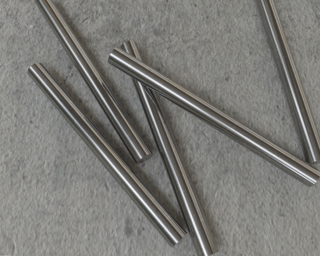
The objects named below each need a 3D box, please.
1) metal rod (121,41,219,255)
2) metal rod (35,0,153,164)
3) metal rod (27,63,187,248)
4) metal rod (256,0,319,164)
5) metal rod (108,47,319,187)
[{"bbox_3d":[0.005,0.013,0.403,0.025,0.025,0.299,-19,71,-7],"label":"metal rod"},{"bbox_3d":[-0.100,-0.079,0.435,0.025,0.025,0.299,-31,73,-11],"label":"metal rod"},{"bbox_3d":[-0.076,0.024,0.398,0.025,0.025,0.300,-39,75,-13],"label":"metal rod"},{"bbox_3d":[0.179,-0.095,0.445,0.025,0.025,0.299,-8,70,-3],"label":"metal rod"},{"bbox_3d":[0.065,-0.017,0.398,0.301,0.025,0.025,32,73,4],"label":"metal rod"}]
